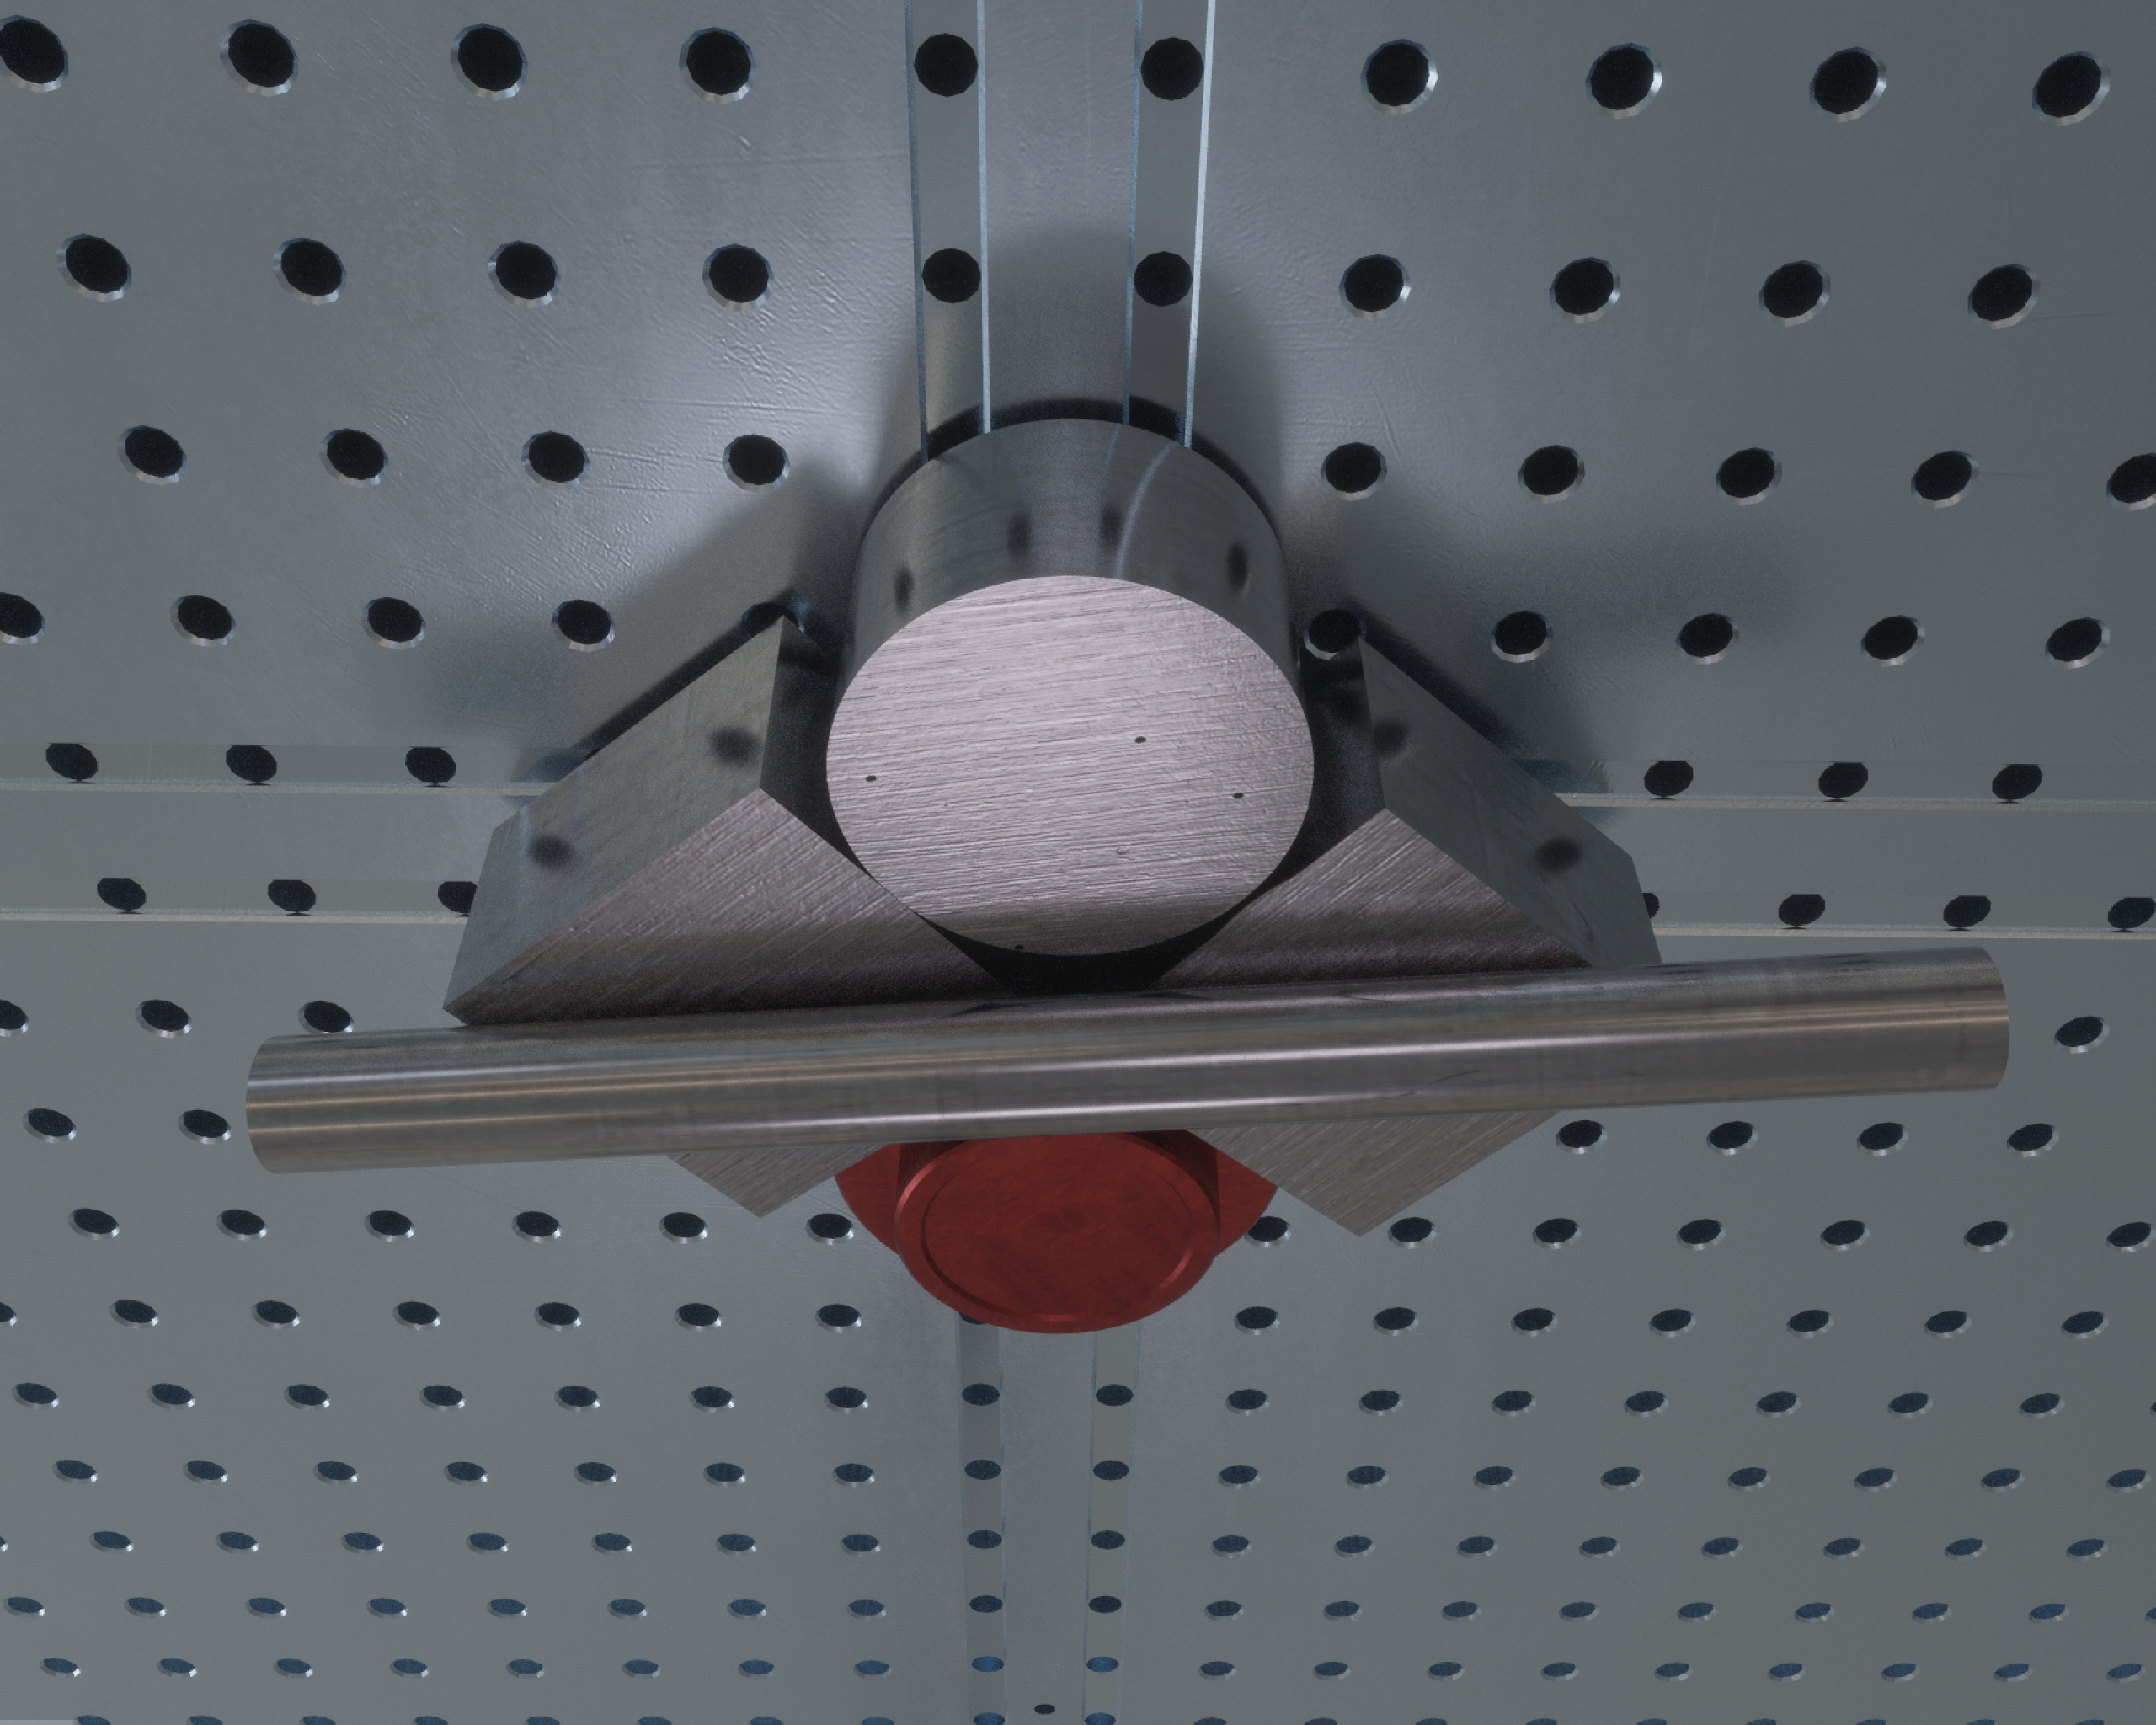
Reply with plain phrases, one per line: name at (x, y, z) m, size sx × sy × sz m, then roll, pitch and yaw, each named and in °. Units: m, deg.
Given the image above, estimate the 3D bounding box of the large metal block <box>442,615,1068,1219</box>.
large metal block at (-0.059, 0.013, 0.401) m, size 0.080 × 0.050 × 0.080 m, roll -32°, pitch 125°, yaw 24°

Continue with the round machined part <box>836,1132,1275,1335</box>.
round machined part at (-0.004, 0.065, 0.450) m, size 0.099 × 0.042 × 0.097 m, roll 0°, pitch 130°, yaw 0°

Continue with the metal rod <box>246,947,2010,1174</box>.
metal rod at (0.006, 0.035, 0.369) m, size 0.302 × 0.025 × 0.025 m, roll -3°, pitch 130°, yaw 3°

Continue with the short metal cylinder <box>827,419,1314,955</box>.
short metal cylinder at (-0.001, -0.030, 0.365) m, size 0.081 × 0.050 × 0.079 m, roll 0°, pitch 130°, yaw 0°

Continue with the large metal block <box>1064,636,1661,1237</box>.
large metal block at (0.054, 0.017, 0.402) m, size 0.080 × 0.050 × 0.080 m, roll 35°, pitch 123°, yaw -26°
